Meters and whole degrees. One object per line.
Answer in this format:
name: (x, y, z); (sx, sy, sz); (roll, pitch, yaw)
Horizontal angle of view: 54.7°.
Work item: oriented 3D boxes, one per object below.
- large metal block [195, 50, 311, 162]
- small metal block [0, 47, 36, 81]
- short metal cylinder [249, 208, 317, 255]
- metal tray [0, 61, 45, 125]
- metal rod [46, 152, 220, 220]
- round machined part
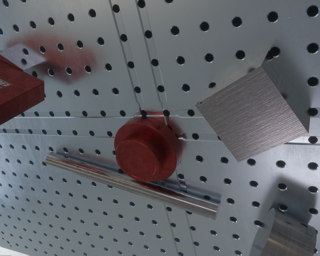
large metal block: (0.099, -0.021, 0.330); (0.080, 0.050, 0.080); (-31, 101, 38)
small metal block: (-0.222, -0.086, 0.475); (0.050, 0.025, 0.050); (34, 129, 6)
short metal cylinder: (0.151, 0.148, 0.388); (0.050, 0.080, 0.079); (24, 127, 13)
metal tray: (-0.240, -0.059, 0.426); (0.130, 0.090, 0.030); (24, 127, 13)
metal rod: (-0.055, 0.087, 0.493); (0.301, 0.025, 0.025); (13, 124, 20)
round machined part: (-0.023, 0.036, 0.435); (0.098, 0.042, 0.097); (13, 124, 20)
